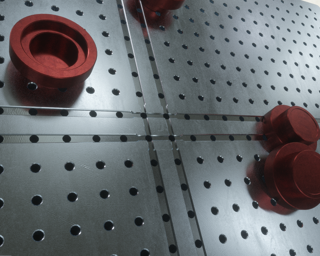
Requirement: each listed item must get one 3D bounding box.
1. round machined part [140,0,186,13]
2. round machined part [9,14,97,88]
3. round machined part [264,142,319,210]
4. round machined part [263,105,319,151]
[{"bbox_3d":[-0.002,-0.243,0.544,0.099,0.042,0.098,13,56,-21],"label":"round machined part"},{"bbox_3d":[-0.131,-0.089,0.381,0.099,0.042,0.098,13,56,-21],"label":"round machined part"},{"bbox_3d":[0.205,0.068,0.449,0.099,0.042,0.098,5,75,-19],"label":"round machined part"},{"bbox_3d":[0.225,0.002,0.516,0.099,0.042,0.098,13,56,-21],"label":"round machined part"}]
